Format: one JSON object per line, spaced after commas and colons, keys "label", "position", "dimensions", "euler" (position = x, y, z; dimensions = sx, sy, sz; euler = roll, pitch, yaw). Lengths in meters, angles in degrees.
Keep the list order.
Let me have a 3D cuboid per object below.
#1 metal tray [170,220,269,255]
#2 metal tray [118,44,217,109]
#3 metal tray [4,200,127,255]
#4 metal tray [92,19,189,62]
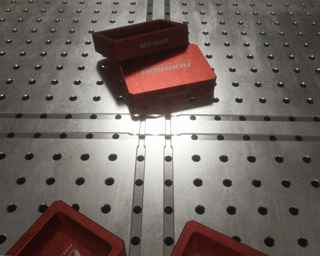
{"label": "metal tray", "position": [0.066, 0.152, 0.277], "dimensions": [0.130, 0.030, 0.090], "euler": [22, 53, 16]}
{"label": "metal tray", "position": [0.009, -0.082, 0.473], "dimensions": [0.131, 0.030, 0.090], "euler": [-12, 51, -11]}
{"label": "metal tray", "position": [-0.103, 0.142, 0.283], "dimensions": [0.090, 0.030, 0.130], "euler": [26, 54, 19]}
{"label": "metal tray", "position": [-0.031, -0.144, 0.497], "dimensions": [0.131, 0.030, 0.090], "euler": [-20, 32, -23]}
